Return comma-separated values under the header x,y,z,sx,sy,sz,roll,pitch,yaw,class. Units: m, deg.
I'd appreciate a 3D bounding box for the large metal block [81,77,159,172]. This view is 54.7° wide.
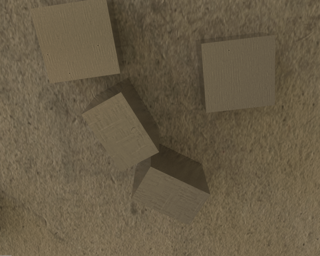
x,y,z,sx,sy,sz,roll,pitch,yaw,class
-0.043,-0.008,0.377,0.050,0.080,0.080,-28,108,10,large metal block

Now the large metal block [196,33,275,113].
x,y,z,sx,sy,sz,roll,pitch,yaw,class
0.089,-0.068,0.373,0.080,0.050,0.079,-7,110,2,large metal block

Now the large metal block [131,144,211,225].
x,y,z,sx,sy,sz,roll,pitch,yaw,class
0.013,0.068,0.406,0.080,0.080,0.050,27,108,-10,large metal block

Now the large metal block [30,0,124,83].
x,y,z,sx,sy,sz,roll,pitch,yaw,class
-0.090,-0.101,0.358,0.080,0.050,0.079,-8,110,2,large metal block
